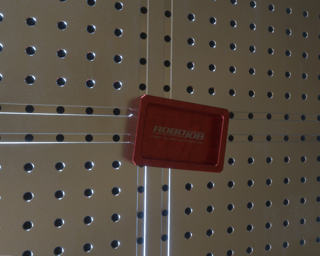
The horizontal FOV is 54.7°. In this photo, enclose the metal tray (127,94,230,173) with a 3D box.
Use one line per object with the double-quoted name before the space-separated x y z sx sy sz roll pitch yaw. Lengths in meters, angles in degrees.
"metal tray" 0.027 0.010 0.420 0.131 0.030 0.089 8 87 -20
